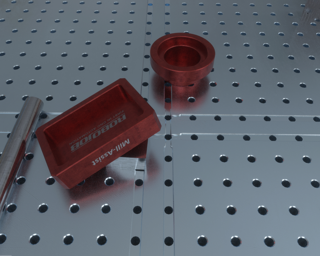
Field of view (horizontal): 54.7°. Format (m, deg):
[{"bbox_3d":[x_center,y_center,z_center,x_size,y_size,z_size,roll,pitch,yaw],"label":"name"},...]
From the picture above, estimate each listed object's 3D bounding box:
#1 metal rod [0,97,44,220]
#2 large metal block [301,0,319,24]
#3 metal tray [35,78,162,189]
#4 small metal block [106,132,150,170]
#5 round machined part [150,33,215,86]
[{"bbox_3d":[-0.181,0.079,0.338,0.025,0.025,0.300,2,50,1],"label":"metal rod"},{"bbox_3d":[0.326,-0.241,0.578,0.080,0.080,0.050,34,58,24],"label":"large metal block"},{"bbox_3d":[-0.076,0.002,0.372,0.131,0.030,0.090,-33,47,-9],"label":"metal tray"},{"bbox_3d":[-0.040,0.023,0.388,0.050,0.025,0.050,3,50,2],"label":"small metal block"},{"bbox_3d":[0.034,-0.104,0.484,0.099,0.042,0.098,0,50,0],"label":"round machined part"}]
